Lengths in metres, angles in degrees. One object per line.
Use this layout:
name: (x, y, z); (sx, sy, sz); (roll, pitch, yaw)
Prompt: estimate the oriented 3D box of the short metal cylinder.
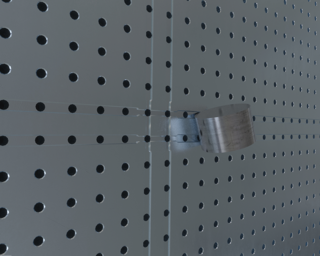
short metal cylinder: (0.095, -0.001, 0.452); (0.081, 0.080, 0.050); (-22, 104, -38)
